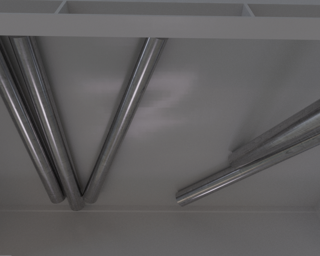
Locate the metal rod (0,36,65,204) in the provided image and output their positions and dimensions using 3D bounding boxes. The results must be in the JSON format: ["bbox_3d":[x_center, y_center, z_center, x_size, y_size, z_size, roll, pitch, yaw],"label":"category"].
[{"bbox_3d":[-0.174,-0.001,0.406,0.025,0.025,0.298,-3,130,2],"label":"metal rod"}]

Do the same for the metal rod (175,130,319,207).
[{"bbox_3d":[0.151,0.047,0.450,0.300,0.025,0.025,-31,124,23],"label":"metal rod"}]

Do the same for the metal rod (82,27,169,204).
[{"bbox_3d":[-0.058,0.007,0.413,0.025,0.025,0.298,17,128,-14],"label":"metal rod"}]

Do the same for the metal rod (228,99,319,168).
[{"bbox_3d":[0.151,-0.007,0.319,0.025,0.025,0.299,13,156,-11],"label":"metal rod"}]

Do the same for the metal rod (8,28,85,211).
[{"bbox_3d":[-0.141,0.015,0.419,0.025,0.025,0.298,-1,130,1],"label":"metal rod"}]
